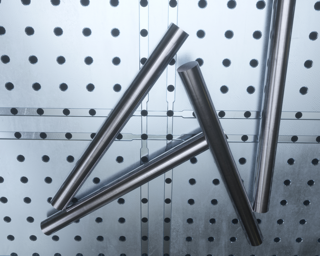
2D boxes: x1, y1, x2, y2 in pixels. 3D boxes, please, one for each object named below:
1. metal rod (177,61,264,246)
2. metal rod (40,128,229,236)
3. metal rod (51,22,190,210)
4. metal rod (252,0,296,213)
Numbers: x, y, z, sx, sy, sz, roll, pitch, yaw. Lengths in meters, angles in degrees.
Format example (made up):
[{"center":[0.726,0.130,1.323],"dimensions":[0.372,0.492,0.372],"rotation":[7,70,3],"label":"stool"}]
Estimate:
[{"center":[0.089,0.052,0.411],"dimensions":[0.025,0.025,0.299],"rotation":[-22,117,8],"label":"metal rod"},{"center":[-0.043,0.077,0.441],"dimensions":[0.300,0.025,0.025],"rotation":[-30,108,10],"label":"metal rod"},{"center":[-0.061,-0.004,0.411],"dimensions":[0.025,0.025,0.299],"rotation":[34,106,-12],"label":"metal rod"},{"center":[0.146,-0.022,0.406],"dimensions":[0.025,0.025,0.298],"rotation":[-1,110,0],"label":"metal rod"}]
